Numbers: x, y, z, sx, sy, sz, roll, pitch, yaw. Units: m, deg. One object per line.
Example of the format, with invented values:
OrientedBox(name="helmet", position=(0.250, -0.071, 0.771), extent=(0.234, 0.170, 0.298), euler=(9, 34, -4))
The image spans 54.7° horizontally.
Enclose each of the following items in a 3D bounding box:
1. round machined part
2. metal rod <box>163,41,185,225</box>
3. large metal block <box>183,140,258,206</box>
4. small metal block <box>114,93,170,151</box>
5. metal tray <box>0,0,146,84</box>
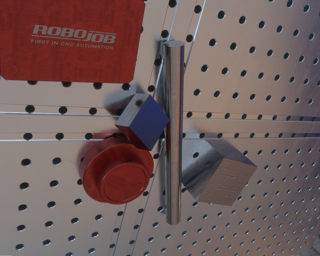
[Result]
OrientedBox(name="round machined part", position=(-0.053, 0.062, 0.411), extent=(0.099, 0.042, 0.097), euler=(-14, 125, -21))
OrientedBox(name="metal rod", position=(0.019, 0.028, 0.440), extent=(0.025, 0.025, 0.298), euler=(-15, 125, -20))
OrientedBox(name="large metal block", position=(0.094, 0.074, 0.494), extent=(0.081, 0.050, 0.080), euler=(17, 109, -35))
OrientedBox(name="small metal block", position=(-0.021, -0.007, 0.383), extent=(0.050, 0.025, 0.050), euler=(52, 59, -39))
OrientedBox(name="metal tray", position=(-0.086, -0.092, 0.305), extent=(0.131, 0.030, 0.089), euler=(-2, 120, -28))
